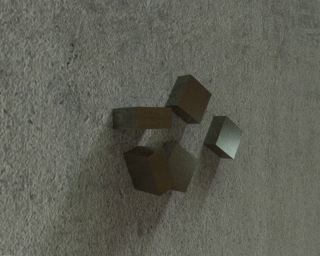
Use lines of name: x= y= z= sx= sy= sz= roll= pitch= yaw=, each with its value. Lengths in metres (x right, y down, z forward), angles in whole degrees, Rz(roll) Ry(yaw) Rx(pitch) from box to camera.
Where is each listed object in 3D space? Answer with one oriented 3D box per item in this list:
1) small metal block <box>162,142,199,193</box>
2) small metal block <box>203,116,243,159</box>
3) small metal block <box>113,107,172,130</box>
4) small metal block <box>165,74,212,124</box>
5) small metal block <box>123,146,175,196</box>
small metal block: x=0.020 y=0.053 z=0.421 sx=0.050 sy=0.025 sz=0.050 roll=39 pitch=66 yaw=-33
small metal block: x=0.101 y=0.015 z=0.489 sx=0.050 sy=0.025 sz=0.050 roll=37 pitch=67 yaw=-34
small metal block: x=-0.021 y=-0.011 z=0.370 sx=0.050 sy=0.050 sz=0.025 roll=-2 pitch=92 yaw=-40
small metal block: x=0.041 y=-0.040 z=0.439 sx=0.050 sy=0.025 sz=0.050 roll=36 pitch=68 yaw=-34
small metal block: x=-0.014 y=0.051 z=0.377 sx=0.025 sy=0.050 sz=0.050 roll=-27 pitch=107 yaw=-37
